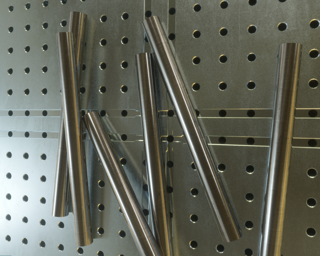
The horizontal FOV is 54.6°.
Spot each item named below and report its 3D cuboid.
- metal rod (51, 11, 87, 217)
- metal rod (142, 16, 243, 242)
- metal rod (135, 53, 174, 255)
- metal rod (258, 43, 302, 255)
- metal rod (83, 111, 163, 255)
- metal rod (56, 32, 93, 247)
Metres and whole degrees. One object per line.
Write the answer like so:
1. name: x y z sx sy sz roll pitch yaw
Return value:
1. metal rod: -0.135 -0.019 0.460 0.025 0.025 0.298 7 92 20
2. metal rod: 0.039 -0.004 0.399 0.025 0.025 0.299 -22 83 19
3. metal rod: -0.006 0.050 0.415 0.025 0.025 0.298 -7 88 20
4. metal rod: 0.138 0.053 0.363 0.025 0.025 0.298 6 92 20
5. metal rod: -0.036 0.110 0.406 0.025 0.025 0.299 -32 73 17
6. metal rod: -0.120 0.019 0.440 0.025 0.025 0.298 -2 95 20
